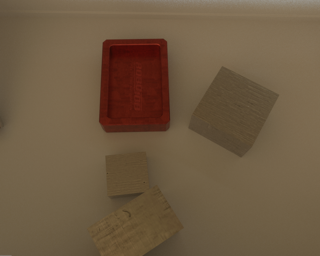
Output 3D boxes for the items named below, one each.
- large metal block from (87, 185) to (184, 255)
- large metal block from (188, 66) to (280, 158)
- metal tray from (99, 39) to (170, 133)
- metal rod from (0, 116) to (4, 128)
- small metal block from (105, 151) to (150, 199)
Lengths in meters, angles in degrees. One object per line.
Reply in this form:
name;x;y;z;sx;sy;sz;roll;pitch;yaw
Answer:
large metal block;-0.024;0.111;0.340;0.080;0.080;0.050;-30;73;-11
large metal block;0.094;-0.021;0.405;0.080;0.050;0.080;30;72;10
metal tray;-0.034;-0.060;0.428;0.091;0.030;0.130;-1;70;-1
metal rod;-0.258;-0.139;0.377;0.025;0.025;0.298;-17;102;-6
small metal block;-0.040;0.059;0.388;0.050;0.025;0.050;-6;70;-3
